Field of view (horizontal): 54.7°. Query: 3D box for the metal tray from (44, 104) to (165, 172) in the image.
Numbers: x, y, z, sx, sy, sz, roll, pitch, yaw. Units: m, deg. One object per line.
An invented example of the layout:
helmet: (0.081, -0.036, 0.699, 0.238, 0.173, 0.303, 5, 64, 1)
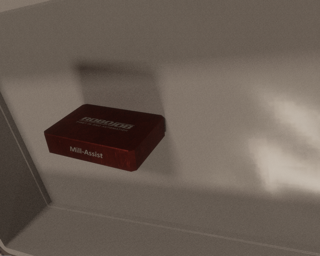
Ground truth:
metal tray: (-0.070, 0.007, 0.406, 0.130, 0.090, 0.030, 10, 122, 22)
